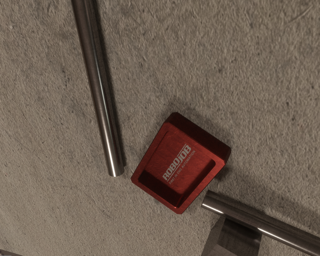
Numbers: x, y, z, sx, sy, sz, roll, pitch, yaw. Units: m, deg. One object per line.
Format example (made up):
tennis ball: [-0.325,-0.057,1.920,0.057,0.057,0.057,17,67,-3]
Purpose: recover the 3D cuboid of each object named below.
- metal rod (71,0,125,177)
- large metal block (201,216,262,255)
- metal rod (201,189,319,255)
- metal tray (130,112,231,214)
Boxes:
metal rod: [-0.082,-0.061,0.410,0.025,0.025,0.298,8,122,24]
large metal block: [0.095,0.160,0.419,0.050,0.080,0.079,28,128,10]
metal rod: [0.196,0.148,0.381,0.301,0.025,0.025,22,127,9]
metal tray: [0.024,0.052,0.421,0.090,0.030,0.129,34,129,5]
